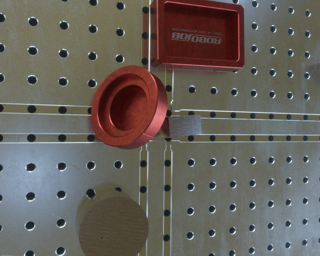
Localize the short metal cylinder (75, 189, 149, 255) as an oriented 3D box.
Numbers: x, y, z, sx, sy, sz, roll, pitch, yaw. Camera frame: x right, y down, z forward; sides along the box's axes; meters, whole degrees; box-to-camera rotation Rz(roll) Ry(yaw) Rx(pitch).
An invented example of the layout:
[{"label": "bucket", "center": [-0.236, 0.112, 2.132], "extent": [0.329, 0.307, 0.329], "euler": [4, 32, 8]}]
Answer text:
[{"label": "short metal cylinder", "center": [-0.060, 0.118, 0.377], "extent": [0.081, 0.050, 0.080], "euler": [0, 90, -20]}]

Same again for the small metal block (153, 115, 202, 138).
[{"label": "small metal block", "center": [0.018, -0.002, 0.400], "extent": [0.050, 0.050, 0.025], "euler": [-6, 93, -34]}]

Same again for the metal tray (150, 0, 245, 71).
[{"label": "metal tray", "center": [0.053, -0.128, 0.428], "extent": [0.131, 0.030, 0.089], "euler": [-1, 90, -20]}]

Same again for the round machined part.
[{"label": "round machined part", "center": [-0.032, -0.022, 0.372], "extent": [0.042, 0.098, 0.098], "euler": [24, 80, -54]}]
